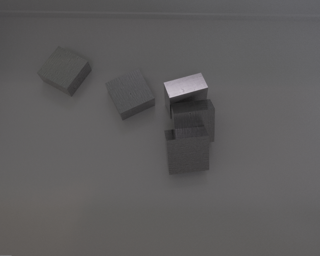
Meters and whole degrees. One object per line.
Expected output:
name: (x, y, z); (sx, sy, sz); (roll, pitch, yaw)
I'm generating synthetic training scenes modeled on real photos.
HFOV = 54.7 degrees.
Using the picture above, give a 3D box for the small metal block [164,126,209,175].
small metal block: (0.033, 0.028, 0.384); (0.050, 0.050, 0.025); (-7, 28, -3)

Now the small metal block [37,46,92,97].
small metal block: (-0.134, -0.080, 0.438); (0.050, 0.025, 0.050); (29, 72, 10)

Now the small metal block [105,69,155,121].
small metal block: (-0.041, -0.046, 0.426); (0.050, 0.025, 0.050); (-26, 72, -9)

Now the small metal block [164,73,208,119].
small metal block: (0.034, -0.042, 0.410); (0.050, 0.050, 0.025); (-16, 61, -6)

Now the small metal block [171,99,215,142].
small metal block: (0.042, -0.006, 0.396); (0.050, 0.050, 0.025); (-7, 34, -3)
